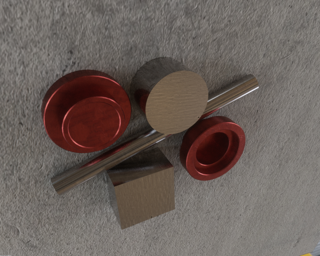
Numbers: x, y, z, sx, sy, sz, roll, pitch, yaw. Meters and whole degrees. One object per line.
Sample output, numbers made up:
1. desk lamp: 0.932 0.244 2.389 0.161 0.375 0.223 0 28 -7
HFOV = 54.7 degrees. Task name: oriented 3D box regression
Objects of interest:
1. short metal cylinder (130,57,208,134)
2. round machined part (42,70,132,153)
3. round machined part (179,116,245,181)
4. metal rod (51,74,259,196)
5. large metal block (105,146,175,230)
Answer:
1. short metal cylinder: 0.010 -0.039 0.373 0.081 0.050 0.079 -14 124 -21
2. round machined part: -0.078 -0.012 0.347 0.099 0.042 0.097 -14 124 -21
3. round machined part: 0.072 0.025 0.452 0.099 0.042 0.097 -14 124 -21
4. metal rod: 0.002 0.004 0.413 0.302 0.025 0.025 -28 128 -11
5. large metal block: -0.027 0.082 0.429 0.081 0.050 0.079 -16 125 -19
